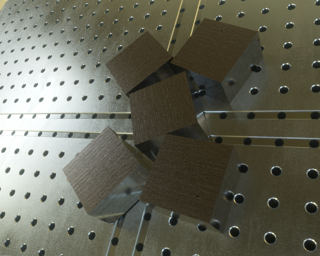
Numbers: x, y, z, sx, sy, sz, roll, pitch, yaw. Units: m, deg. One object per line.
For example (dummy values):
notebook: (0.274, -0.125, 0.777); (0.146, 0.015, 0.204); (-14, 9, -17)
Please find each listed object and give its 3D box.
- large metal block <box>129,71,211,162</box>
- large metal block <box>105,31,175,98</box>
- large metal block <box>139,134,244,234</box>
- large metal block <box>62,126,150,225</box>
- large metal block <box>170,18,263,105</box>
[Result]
large metal block: (0.011, -0.014, 0.395); (0.080, 0.050, 0.080); (-20, 54, 16)
large metal block: (-0.022, -0.083, 0.455); (0.080, 0.050, 0.080); (-38, 50, 3)
large metal block: (0.036, 0.059, 0.338); (0.080, 0.050, 0.080); (10, 66, 32)
large metal block: (-0.063, 0.058, 0.388); (0.080, 0.050, 0.080); (-44, 51, -3)
large metal block: (0.075, -0.089, 0.407); (0.080, 0.050, 0.080); (30, 78, 35)
